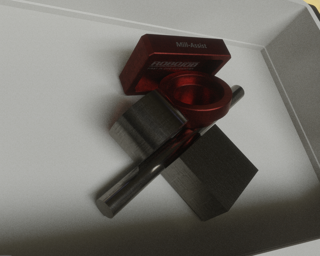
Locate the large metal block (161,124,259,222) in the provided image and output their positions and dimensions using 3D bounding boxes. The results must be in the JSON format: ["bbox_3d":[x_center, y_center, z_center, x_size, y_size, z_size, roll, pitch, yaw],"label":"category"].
[{"bbox_3d":[0.062,0.055,0.388,0.080,0.050,0.080,48,51,5],"label":"large metal block"}]

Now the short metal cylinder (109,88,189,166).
[{"bbox_3d":[-0.012,-0.001,0.364,0.050,0.080,0.080,48,51,4],"label":"short metal cylinder"}]

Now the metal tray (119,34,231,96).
[{"bbox_3d":[0.021,-0.083,0.424,0.131,0.090,0.030,-7,65,-32],"label":"metal tray"}]

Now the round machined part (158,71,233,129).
[{"bbox_3d":[0.046,-0.036,0.424,0.099,0.042,0.098,3,39,-2],"label":"round machined part"}]

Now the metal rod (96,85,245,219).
[{"bbox_3d":[0.035,0.012,0.417,0.025,0.025,0.302,48,51,5],"label":"metal rod"}]
